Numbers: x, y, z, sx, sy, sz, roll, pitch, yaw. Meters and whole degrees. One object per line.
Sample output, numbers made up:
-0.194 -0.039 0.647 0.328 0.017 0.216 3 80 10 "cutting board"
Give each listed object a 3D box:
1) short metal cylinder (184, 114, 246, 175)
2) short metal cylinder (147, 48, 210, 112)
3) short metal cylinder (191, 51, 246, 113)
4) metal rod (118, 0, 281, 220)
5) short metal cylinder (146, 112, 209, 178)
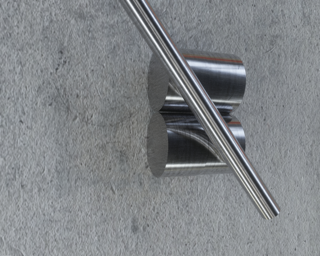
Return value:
0.067 0.021 0.406 0.050 0.080 0.079 1 90 -20 "short metal cylinder"
0.020 -0.060 0.389 0.050 0.080 0.079 1 90 -20 "short metal cylinder"
0.067 -0.059 0.406 0.050 0.080 0.079 1 90 -20 "short metal cylinder"
0.050 -0.018 0.344 0.025 0.025 0.299 -38 103 -16 "metal rod"
0.019 0.021 0.388 0.050 0.080 0.079 1 90 -20 "short metal cylinder"
